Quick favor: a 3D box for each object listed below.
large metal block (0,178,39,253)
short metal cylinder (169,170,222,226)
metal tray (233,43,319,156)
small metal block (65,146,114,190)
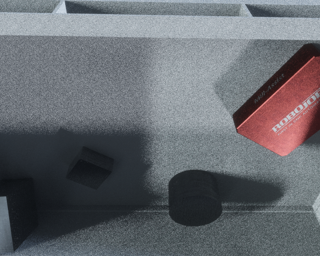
[{"bbox_3d":[-0.226,0.126,0.457,0.050,0.080,0.079,-3,98,2],"label":"large metal block"},{"bbox_3d":[0.054,0.111,0.488,0.081,0.050,0.079,0,130,0],"label":"short metal cylinder"},{"bbox_3d":[0.167,-0.028,0.384,0.090,0.030,0.129,26,125,-21],"label":"metal tray"},{"bbox_3d":[-0.104,0.060,0.459,0.050,0.025,0.050,27,125,-22],"label":"small metal block"}]
